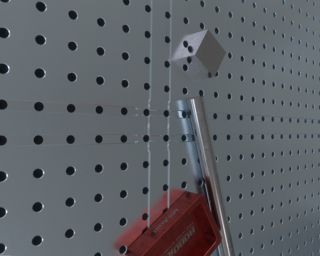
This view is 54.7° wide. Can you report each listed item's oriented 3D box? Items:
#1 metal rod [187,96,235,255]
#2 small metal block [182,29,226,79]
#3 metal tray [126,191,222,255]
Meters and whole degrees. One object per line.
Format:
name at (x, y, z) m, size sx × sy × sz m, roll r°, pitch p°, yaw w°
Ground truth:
metal rod at (0.084, 0.098, 0.480) m, size 0.025 × 0.025 × 0.298 m, roll -21°, pitch 104°, yaw -38°
small metal block at (0.068, -0.110, 0.466) m, size 0.050 × 0.025 × 0.050 m, roll 41°, pitch 65°, yaw -33°
metal tray at (0.025, 0.162, 0.427) m, size 0.131 × 0.030 × 0.090 m, roll -36°, pitch 112°, yaw -34°
